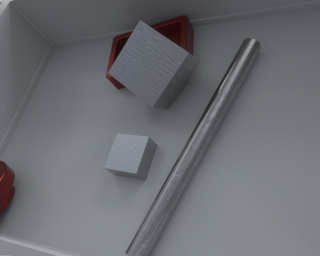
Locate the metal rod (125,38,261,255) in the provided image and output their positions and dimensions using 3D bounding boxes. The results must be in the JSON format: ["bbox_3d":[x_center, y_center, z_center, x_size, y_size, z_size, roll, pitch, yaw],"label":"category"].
[{"bbox_3d":[0.048,0.015,0.370,0.025,0.025,0.300,20,72,35],"label":"metal rod"}]

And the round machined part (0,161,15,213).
[{"bbox_3d":[-0.256,0.098,0.453,0.098,0.042,0.098,-18,35,14],"label":"round machined part"}]

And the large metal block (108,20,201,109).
[{"bbox_3d":[-0.007,-0.081,0.411,0.080,0.050,0.080,39,104,18],"label":"large metal block"}]

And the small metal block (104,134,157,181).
[{"bbox_3d":[-0.038,0.037,0.401,0.050,0.025,0.050,5,64,30],"label":"small metal block"}]

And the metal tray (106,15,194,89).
[{"bbox_3d":[-0.015,-0.116,0.479,0.130,0.030,0.090,-9,58,22],"label":"metal tray"}]
